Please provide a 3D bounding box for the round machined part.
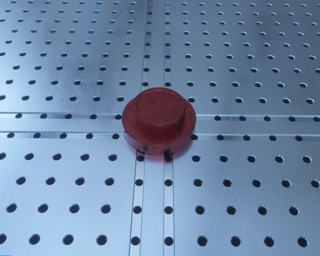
[{"bbox_3d":[-0.001,-0.016,0.410,0.099,0.042,0.098,0,50,0],"label":"round machined part"}]
